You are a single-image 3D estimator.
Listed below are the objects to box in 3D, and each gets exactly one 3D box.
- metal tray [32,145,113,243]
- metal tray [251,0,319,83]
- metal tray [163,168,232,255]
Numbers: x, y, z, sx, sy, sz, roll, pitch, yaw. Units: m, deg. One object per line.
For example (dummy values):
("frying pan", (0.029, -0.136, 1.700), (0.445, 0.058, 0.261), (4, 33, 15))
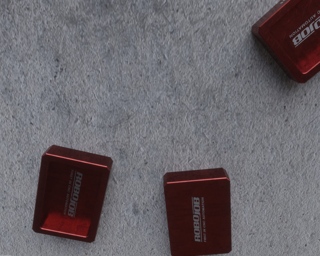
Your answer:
("metal tray", (-0.125, 0.096, 0.440), (0.091, 0.030, 0.129), (13, 110, -5))
("metal tray", (0.187, -0.128, 0.361), (0.130, 0.030, 0.090), (-42, 105, 13))
("metal tray", (0.056, 0.126, 0.454), (0.091, 0.030, 0.129), (-5, 110, 1))
